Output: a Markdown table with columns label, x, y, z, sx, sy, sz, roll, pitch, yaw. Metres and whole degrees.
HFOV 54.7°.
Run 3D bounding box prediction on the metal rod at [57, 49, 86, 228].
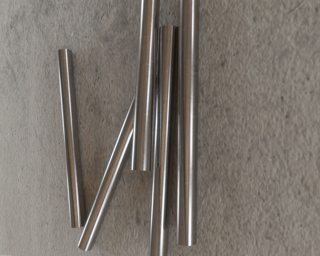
| label | x | y | z | sx | sy | sz | roll | pitch | yaw |
| --- | --- | --- | --- | --- | --- | --- | --- | --- | --- |
| metal rod | -0.151 | 0.015 | 0.525 | 0.025 | 0.025 | 0.298 | -10 | 84 | 39 |

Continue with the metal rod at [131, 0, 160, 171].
| label | x | y | z | sx | sy | sz | roll | pitch | yaw |
| --- | --- | --- | --- | --- | --- | --- | --- | --- | --- |
| metal rod | -0.016 | -0.097 | 0.391 | 0.025 | 0.025 | 0.298 | -3 | 80 | 39 |

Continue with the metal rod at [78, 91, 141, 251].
| label | x | y | z | sx | sy | sz | roll | pitch | yaw |
| --- | --- | --- | --- | --- | --- | --- | --- | --- | --- |
| metal rod | -0.066 | 0.059 | 0.456 | 0.025 | 0.025 | 0.298 | 35 | 111 | 34 |

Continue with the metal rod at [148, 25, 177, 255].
| label | x | y | z | sx | sy | sz | roll | pitch | yaw |
| --- | --- | --- | --- | --- | --- | --- | --- | --- | --- |
| metal rod | 0.005 | 0.022 | 0.399 | 0.025 | 0.025 | 0.298 | 5 | 93 | 39 |

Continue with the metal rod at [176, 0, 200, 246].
| label | x | y | z | sx | sy | sz | roll | pitch | yaw |
| --- | --- | --- | --- | --- | --- | --- | --- | --- | --- |
| metal rod | 0.034 | -0.011 | 0.375 | 0.025 | 0.025 | 0.298 | 1 | 91 | 39 |
